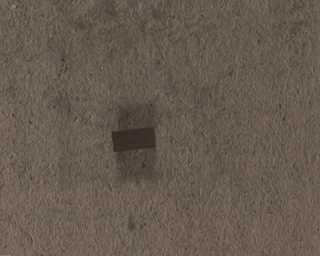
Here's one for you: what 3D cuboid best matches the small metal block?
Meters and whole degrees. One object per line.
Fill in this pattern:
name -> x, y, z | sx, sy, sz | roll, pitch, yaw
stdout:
small metal block -> -0.032, 0.014, 0.397 | 0.050, 0.050, 0.025 | -6, 90, 0
